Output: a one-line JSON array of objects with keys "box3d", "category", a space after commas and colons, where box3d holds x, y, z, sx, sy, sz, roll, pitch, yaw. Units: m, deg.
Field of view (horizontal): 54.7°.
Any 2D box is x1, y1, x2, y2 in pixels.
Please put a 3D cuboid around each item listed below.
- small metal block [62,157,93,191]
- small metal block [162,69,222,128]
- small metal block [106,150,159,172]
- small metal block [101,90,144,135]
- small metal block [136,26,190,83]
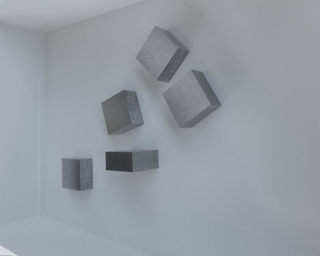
[{"box3d": [-0.138, 0.076, 0.518, 0.050, 0.025, 0.050, -2, 89, 39], "category": "small metal block"}, {"box3d": [0.038, -0.034, 0.374, 0.050, 0.025, 0.050, -39, 67, 33], "category": "small metal block"}, {"box3d": [-0.037, 0.043, 0.419, 0.050, 0.050, 0.025, -3, 89, 39], "category": "small metal block"}, {"box3d": [-0.055, -0.021, 0.450, 0.050, 0.025, 0.050, -23, 75, 37], "category": "small metal block"}, {"box3d": [0.003, -0.095, 0.403, 0.050, 0.025, 0.050, 50, 119, 28], "category": "small metal block"}]
